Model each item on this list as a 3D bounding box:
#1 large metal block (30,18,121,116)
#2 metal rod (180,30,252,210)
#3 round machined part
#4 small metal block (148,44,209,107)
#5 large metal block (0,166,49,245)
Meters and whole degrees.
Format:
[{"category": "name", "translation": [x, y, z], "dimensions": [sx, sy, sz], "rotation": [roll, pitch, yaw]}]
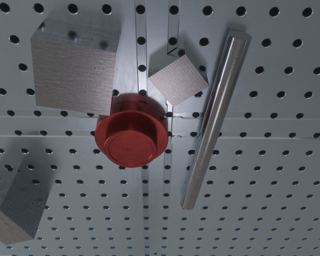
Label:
[{"category": "large metal block", "translation": [-0.089, -0.065, 0.339], "dimensions": [0.081, 0.050, 0.079], "rotation": [8, 130, -7]}, {"category": "metal rod", "translation": [0.066, 0.014, 0.424], "dimensions": [0.025, 0.025, 0.298], "rotation": [6, 130, -5]}, {"category": "round machined part", "translation": [-0.038, 0.016, 0.413], "dimensions": [0.099, 0.042, 0.097], "rotation": [0, 130, 0]}, {"category": "small metal block", "translation": [0.022, -0.060, 0.361], "dimensions": [0.050, 0.025, 0.050], "rotation": [-29, 125, 22]}, {"category": "large metal block", "translation": [-0.225, 0.118, 0.474], "dimensions": [0.050, 0.080, 0.080], "rotation": [-15, 129, 12]}]
